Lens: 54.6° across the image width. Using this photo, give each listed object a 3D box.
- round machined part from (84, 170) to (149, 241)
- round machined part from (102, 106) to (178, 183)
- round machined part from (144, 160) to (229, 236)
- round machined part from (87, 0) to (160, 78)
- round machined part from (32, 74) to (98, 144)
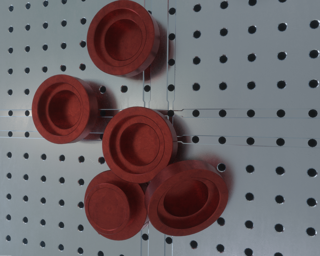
[{"bbox_3d":[-0.063,0.106,0.426,0.098,0.042,0.097,0,90,20],"label":"round machined part"},{"bbox_3d":[-0.023,0.022,0.411,0.098,0.042,0.097,0,89,19],"label":"round machined part"},{"bbox_3d":[0.029,0.079,0.376,0.099,0.042,0.097,-7,118,-13],"label":"round machined part"},{"bbox_3d":[-0.046,-0.117,0.420,0.098,0.042,0.097,0,90,20],"label":"round machined part"},{"bbox_3d":[-0.133,-0.026,0.451,0.098,0.042,0.097,0,90,20],"label":"round machined part"}]
